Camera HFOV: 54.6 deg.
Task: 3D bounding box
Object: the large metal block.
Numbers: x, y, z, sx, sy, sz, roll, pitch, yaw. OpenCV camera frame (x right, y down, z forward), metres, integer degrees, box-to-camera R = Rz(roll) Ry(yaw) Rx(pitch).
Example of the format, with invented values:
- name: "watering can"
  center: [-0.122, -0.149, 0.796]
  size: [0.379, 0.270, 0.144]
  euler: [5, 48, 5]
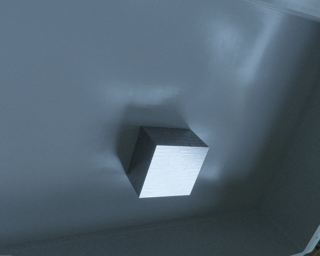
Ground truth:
- name: "large metal block"
  center: [0.009, 0.046, 0.425]
  size: [0.081, 0.050, 0.079]
  euler: [4, 116, -30]
